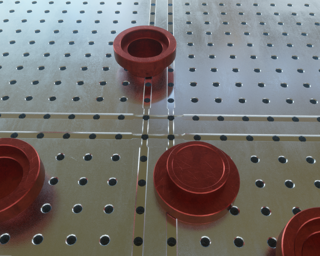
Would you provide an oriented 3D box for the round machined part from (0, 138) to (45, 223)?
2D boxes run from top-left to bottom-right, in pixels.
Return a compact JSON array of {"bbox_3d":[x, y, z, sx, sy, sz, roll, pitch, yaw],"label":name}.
[{"bbox_3d":[-0.178,0.062,0.344,0.099,0.042,0.098,0,50,0],"label":"round machined part"}]

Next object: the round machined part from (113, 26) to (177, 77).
[{"bbox_3d":[-0.023,-0.119,0.497,0.099,0.042,0.098,0,50,0],"label":"round machined part"}]

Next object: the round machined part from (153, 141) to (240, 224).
[{"bbox_3d":[0.041,0.053,0.352,0.099,0.042,0.098,0,50,0],"label":"round machined part"}]

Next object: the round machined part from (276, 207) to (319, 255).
[{"bbox_3d":[0.158,0.128,0.290,0.099,0.042,0.098,0,50,0],"label":"round machined part"}]
